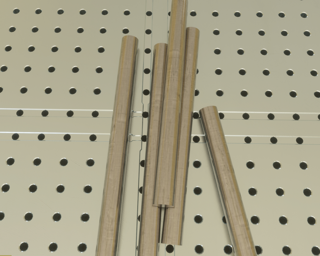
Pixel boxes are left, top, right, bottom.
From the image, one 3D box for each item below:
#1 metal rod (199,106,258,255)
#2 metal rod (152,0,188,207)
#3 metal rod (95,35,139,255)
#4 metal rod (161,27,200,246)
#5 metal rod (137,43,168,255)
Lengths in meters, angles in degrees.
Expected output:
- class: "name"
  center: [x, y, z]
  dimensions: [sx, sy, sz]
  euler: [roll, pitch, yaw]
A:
- class: "metal rod"
  center: [0.093, 0.113, 0.370]
  dimensions: [0.025, 0.025, 0.299]
  euler: [-10, 70, -4]
- class: "metal rod"
  center: [0.017, -0.050, 0.410]
  dimensions: [0.025, 0.025, 0.299]
  euler: [5, 69, 2]
- class: "metal rod"
  center: [-0.053, 0.011, 0.407]
  dimensions: [0.025, 0.025, 0.299]
  euler: [3, 70, 1]
- class: "metal rod"
  center: [0.030, -0.004, 0.413]
  dimensions: [0.025, 0.025, 0.299]
  euler: [6, 70, 2]
- class: "metal rod"
  center: [-0.006, 0.023, 0.403]
  dimensions: [0.025, 0.025, 0.299]
  euler: [3, 70, 1]
